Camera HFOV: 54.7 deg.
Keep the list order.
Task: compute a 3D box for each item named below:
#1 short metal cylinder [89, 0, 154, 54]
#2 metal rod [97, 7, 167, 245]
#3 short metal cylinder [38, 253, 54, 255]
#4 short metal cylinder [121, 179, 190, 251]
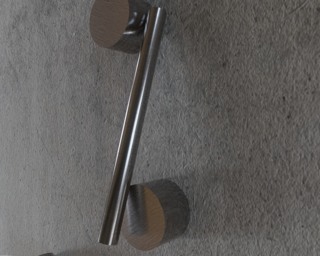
[{"bbox_3d":[-0.053,-0.148,0.433,0.080,0.050,0.080,0,90,40],"label":"short metal cylinder"},{"bbox_3d":[-0.033,-0.008,0.391,0.025,0.025,0.299,6,81,40],"label":"metal rod"},{"bbox_3d":[-0.221,0.267,0.552,0.080,0.081,0.050,-47,62,30],"label":"short metal cylinder"},{"bbox_3d":[-0.009,0.109,0.396,0.080,0.050,0.080,0,90,40],"label":"short metal cylinder"}]
